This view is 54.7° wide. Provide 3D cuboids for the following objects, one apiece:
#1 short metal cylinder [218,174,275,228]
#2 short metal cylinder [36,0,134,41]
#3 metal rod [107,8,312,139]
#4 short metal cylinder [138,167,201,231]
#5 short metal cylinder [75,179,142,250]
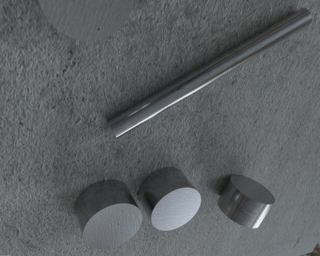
[{"bbox_3d":[0.146,0.123,0.527,0.081,0.080,0.050,10,113,-33],"label":"short metal cylinder"},{"bbox_3d":[-0.070,-0.124,0.276,0.081,0.050,0.079,-14,124,-21],"label":"short metal cylinder"},{"bbox_3d":[0.069,-0.074,0.398,0.301,0.025,0.025,-31,129,-8],"label":"metal rod"},{"bbox_3d":[0.014,0.105,0.464,0.081,0.050,0.079,-14,124,-21],"label":"short metal cylinder"},{"bbox_3d":[-0.071,0.118,0.425,0.081,0.050,0.079,-14,124,-21],"label":"short metal cylinder"}]
